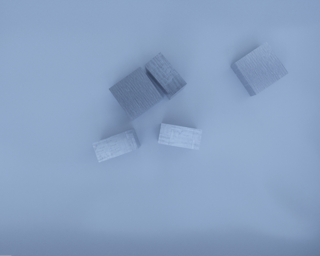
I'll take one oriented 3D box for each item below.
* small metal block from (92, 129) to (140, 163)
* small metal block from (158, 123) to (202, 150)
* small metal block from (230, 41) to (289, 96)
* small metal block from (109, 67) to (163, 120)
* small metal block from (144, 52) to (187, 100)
[{"bbox_3d":[-0.054,0.022,0.398,0.050,0.050,0.025,-19,90,0],"label":"small metal block"},{"bbox_3d":[0.024,0.010,0.399,0.050,0.050,0.025,10,90,0],"label":"small metal block"},{"bbox_3d":[0.131,-0.078,0.412,0.050,0.025,0.050,-34,90,0],"label":"small metal block"},{"bbox_3d":[-0.031,-0.045,0.411,0.050,0.025,0.050,-36,90,0],"label":"small metal block"},{"bbox_3d":[0.007,-0.065,0.399,0.025,0.050,0.050,-40,90,0],"label":"small metal block"}]
